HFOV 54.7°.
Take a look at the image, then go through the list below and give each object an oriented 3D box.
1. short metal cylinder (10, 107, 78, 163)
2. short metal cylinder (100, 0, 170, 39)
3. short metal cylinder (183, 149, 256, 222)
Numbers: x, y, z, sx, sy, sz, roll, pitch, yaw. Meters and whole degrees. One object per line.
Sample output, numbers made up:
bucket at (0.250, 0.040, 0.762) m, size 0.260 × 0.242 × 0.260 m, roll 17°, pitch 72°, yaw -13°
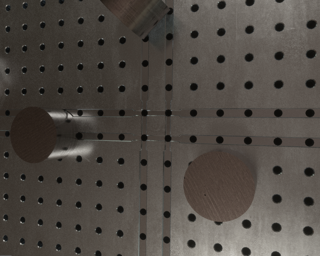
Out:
short metal cylinder at (-0.170, 0.009, 0.457) m, size 0.080 × 0.050 × 0.079 m, roll 0°, pitch 90°, yaw 19°
short metal cylinder at (-0.033, -0.160, 0.394) m, size 0.050 × 0.080 × 0.080 m, roll -45°, pitch 76°, yaw 14°
short metal cylinder at (0.074, 0.066, 0.373) m, size 0.080 × 0.050 × 0.079 m, roll 0°, pitch 90°, yaw 19°
